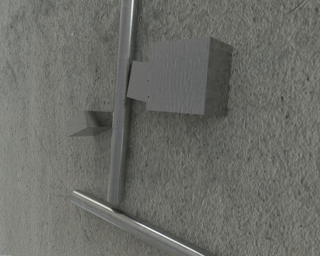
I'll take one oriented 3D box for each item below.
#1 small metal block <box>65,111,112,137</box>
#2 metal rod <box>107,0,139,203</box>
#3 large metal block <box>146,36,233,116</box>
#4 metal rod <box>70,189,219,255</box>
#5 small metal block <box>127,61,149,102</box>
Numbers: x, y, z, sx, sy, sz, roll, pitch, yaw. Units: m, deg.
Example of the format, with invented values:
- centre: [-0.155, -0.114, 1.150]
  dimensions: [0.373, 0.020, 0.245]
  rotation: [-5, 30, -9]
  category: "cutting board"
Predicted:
- centre: [-0.108, -0.006, 0.475]
  dimensions: [0.050, 0.050, 0.025]
  rotation: [-21, 77, 38]
  category: "small metal block"
- centre: [-0.054, -0.041, 0.446]
  dimensions: [0.025, 0.025, 0.298]
  rotation: [8, 95, 39]
  category: "metal rod"
- centre: [0.033, -0.057, 0.360]
  dimensions: [0.080, 0.050, 0.079]
  rotation: [7, 95, 39]
  category: "large metal block"
- centre: [-0.024, 0.139, 0.422]
  dimensions: [0.300, 0.025, 0.025]
  rotation: [12, 98, 39]
  category: "metal rod"
- centre: [-0.014, -0.061, 0.415]
  dimensions: [0.050, 0.025, 0.050]
  rotation: [18, 102, 38]
  category: "small metal block"
